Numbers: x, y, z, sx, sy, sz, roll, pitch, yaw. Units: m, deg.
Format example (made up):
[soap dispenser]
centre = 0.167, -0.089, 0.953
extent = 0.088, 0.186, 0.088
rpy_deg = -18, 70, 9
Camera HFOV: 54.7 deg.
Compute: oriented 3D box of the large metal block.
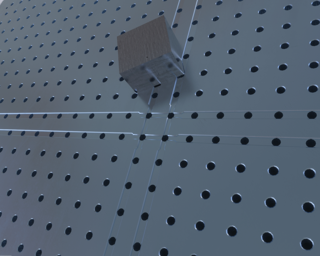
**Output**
[large metal block]
centre = -0.015, -0.111, 0.467
extent = 0.080, 0.050, 0.080
rpy_deg = -20, 54, 16
